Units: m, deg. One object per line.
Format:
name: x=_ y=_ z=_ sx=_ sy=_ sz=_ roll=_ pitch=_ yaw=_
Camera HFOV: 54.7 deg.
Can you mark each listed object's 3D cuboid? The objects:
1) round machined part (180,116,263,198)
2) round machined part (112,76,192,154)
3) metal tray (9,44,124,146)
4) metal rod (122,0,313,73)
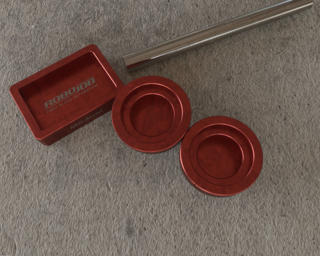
round machined part: x=0.073 y=0.037 z=0.386 sx=0.099 sy=0.042 sz=0.098 roll=0 pitch=70 yaw=0
round machined part: x=-0.009 y=-0.014 z=0.399 sx=0.099 sy=0.042 sz=0.098 roll=-1 pitch=77 yaw=3
metal tray: x=-0.122 y=-0.047 z=0.421 sx=0.131 sy=0.030 sz=0.090 roll=-32 pitch=73 yaw=-11
metal rod: x=0.090 y=-0.144 z=0.461 sx=0.302 sy=0.025 sz=0.025 roll=-21 pitch=72 yaw=-8
